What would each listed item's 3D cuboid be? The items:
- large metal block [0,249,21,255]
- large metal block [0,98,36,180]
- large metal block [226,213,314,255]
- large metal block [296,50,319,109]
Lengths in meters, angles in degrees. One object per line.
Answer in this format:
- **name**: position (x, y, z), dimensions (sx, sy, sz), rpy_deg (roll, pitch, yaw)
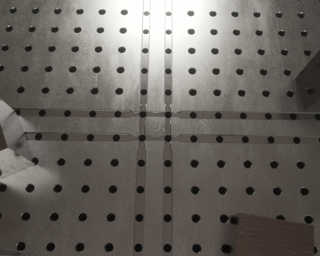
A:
- **large metal block**: position (-0.212, 0.171, 0.333), dimensions (0.080, 0.050, 0.080), rpy_deg (9, 70, 3)
- **large metal block**: position (-0.202, 0.011, 0.376), dimensions (0.050, 0.080, 0.080), rpy_deg (-24, 72, -9)
- **large metal block**: position (0.120, 0.144, 0.347), dimensions (0.080, 0.050, 0.080), rpy_deg (9, 70, 3)
- **large metal block**: position (0.243, -0.069, 0.411), dimensions (0.081, 0.080, 0.050), rpy_deg (-8, 71, -3)
